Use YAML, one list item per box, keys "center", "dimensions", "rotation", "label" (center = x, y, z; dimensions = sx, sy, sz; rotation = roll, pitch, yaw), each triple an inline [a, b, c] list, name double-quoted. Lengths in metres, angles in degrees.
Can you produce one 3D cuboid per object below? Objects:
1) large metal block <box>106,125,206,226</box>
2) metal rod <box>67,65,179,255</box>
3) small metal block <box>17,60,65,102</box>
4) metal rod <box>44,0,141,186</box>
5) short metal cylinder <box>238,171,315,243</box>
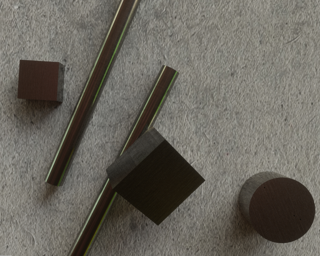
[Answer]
- center: [-0.006, 0.058, 0.382]
  dimensions: [0.080, 0.050, 0.080]
  rotation: [-44, 116, -1]
  label: "large metal block"
- center: [-0.053, 0.056, 0.409]
  dimensions: [0.025, 0.025, 0.299]
  rotation: [27, 90, 0]
  label: "metal rod"
- center: [-0.156, -0.061, 0.409]
  dimensions: [0.050, 0.025, 0.050]
  rotation: [4, 90, 0]
  label: "small metal block"
- center: [-0.082, -0.066, 0.409]
  dimensions: [0.025, 0.025, 0.299]
  rotation: [23, 90, 0]
  label: "metal rod"
- center: [0.148, 0.099, 0.399]
  dimensions: [0.081, 0.050, 0.080]
  rotation: [0, 90, 0]
  label: "short metal cylinder"
